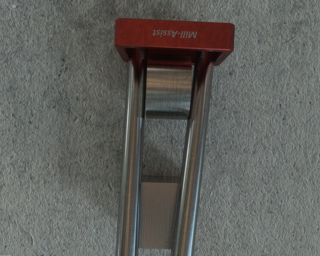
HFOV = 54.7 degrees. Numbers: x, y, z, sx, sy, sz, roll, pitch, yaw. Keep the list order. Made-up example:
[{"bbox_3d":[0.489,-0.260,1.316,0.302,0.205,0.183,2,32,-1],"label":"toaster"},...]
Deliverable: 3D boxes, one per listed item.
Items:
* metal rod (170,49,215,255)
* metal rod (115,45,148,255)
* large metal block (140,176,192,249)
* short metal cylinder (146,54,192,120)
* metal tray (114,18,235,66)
[{"bbox_3d":[0.038,0.045,0.365,0.025,0.025,0.299,9,75,-1],"label":"metal rod"},{"bbox_3d":[-0.033,0.042,0.365,0.025,0.025,0.299,2,75,-1],"label":"metal rod"},{"bbox_3d":[0.002,0.105,0.397,0.081,0.050,0.079,2,90,-1],"label":"large metal block"},{"bbox_3d":[0.010,-0.050,0.384,0.050,0.080,0.079,2,90,-1],"label":"short metal cylinder"},{"bbox_3d":[0.016,-0.102,0.378,0.131,0.090,0.030,2,90,-1],"label":"metal tray"}]
